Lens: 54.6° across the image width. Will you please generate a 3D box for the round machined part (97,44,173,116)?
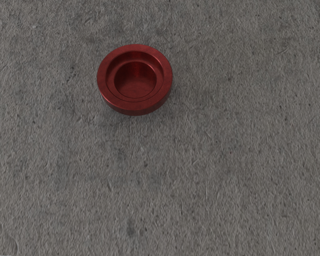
[{"bbox_3d":[-0.032,-0.061,0.421,0.099,0.042,0.098,0,70,0],"label":"round machined part"}]
